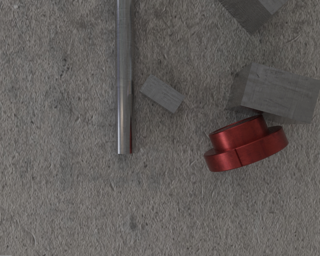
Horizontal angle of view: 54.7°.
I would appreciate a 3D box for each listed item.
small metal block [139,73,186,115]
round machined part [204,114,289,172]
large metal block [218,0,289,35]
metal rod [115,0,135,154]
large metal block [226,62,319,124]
[{"bbox_3d":[0.003,-0.042,0.397,0.050,0.050,0.025,34,90,0],"label":"small metal block"},{"bbox_3d":[0.098,0.015,0.374,0.098,0.098,0.042,-22,90,0],"label":"round machined part"},{"bbox_3d":[0.116,-0.172,0.383,0.050,0.080,0.080,-43,90,0],"label":"large metal block"},{"bbox_3d":[-0.047,-0.116,0.409,0.025,0.025,0.298,0,90,0],"label":"metal rod"},{"bbox_3d":[0.135,-0.039,0.383,0.080,0.080,0.050,15,90,0],"label":"large metal block"}]
